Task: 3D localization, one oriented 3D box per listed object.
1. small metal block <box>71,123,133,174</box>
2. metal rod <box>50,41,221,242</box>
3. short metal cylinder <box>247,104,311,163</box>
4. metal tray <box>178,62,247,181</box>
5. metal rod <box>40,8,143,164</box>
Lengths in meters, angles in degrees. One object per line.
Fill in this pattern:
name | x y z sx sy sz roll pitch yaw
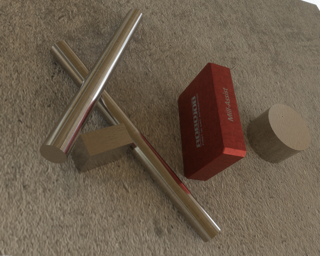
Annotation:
small metal block | -0.065 0.023 0.340 0.050 0.050 0.025 -17 71 -35
metal rod | -0.035 0.011 0.379 0.025 0.025 0.300 -35 81 -38
short metal cylinder | 0.185 0.009 0.485 0.081 0.050 0.080 14 56 -21
metal tray | 0.061 -0.008 0.401 0.030 0.090 0.130 11 57 -23
metal rod | -0.068 -0.077 0.386 0.025 0.025 0.300 28 43 -11
